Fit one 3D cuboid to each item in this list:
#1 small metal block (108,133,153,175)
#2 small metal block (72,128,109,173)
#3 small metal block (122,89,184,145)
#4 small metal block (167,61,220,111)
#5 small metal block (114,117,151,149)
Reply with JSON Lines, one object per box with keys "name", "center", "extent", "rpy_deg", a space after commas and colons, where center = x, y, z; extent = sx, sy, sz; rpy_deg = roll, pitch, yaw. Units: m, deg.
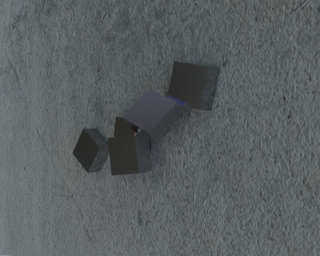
{"name": "small metal block", "center": [-0.040, 0.034, 0.406], "extent": [0.050, 0.025, 0.050], "rpy_deg": [-11, 84, 39]}
{"name": "small metal block", "center": [-0.109, 0.035, 0.495], "extent": [0.050, 0.025, 0.050], "rpy_deg": [43, 116, 31]}
{"name": "small metal block", "center": [-0.009, -0.015, 0.378], "extent": [0.050, 0.025, 0.050], "rpy_deg": [29, 71, 39]}
{"name": "small metal block", "center": [0.039, -0.051, 0.373], "extent": [0.050, 0.025, 0.050], "rpy_deg": [18, 102, 38]}
{"name": "small metal block", "center": [-0.039, 0.012, 0.437], "extent": [0.050, 0.025, 0.050], "rpy_deg": [10, 97, 39]}
